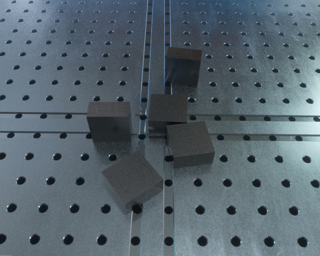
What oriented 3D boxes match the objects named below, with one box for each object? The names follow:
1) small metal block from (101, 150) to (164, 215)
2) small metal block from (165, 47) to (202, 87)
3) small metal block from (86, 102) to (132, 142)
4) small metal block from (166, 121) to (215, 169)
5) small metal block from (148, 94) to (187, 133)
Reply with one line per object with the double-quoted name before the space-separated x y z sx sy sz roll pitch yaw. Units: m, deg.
"small metal block" -0.031 0.061 0.356 0.050 0.025 0.050 -30 56 -23
"small metal block" 0.035 -0.093 0.470 0.050 0.050 0.025 7 51 5
"small metal block" -0.063 -0.007 0.397 0.050 0.050 0.025 -1 50 -1
"small metal block" 0.037 0.021 0.391 0.050 0.025 0.050 -7 50 -6
"small metal block" 0.011 -0.020 0.424 0.050 0.025 0.050 3 50 2
